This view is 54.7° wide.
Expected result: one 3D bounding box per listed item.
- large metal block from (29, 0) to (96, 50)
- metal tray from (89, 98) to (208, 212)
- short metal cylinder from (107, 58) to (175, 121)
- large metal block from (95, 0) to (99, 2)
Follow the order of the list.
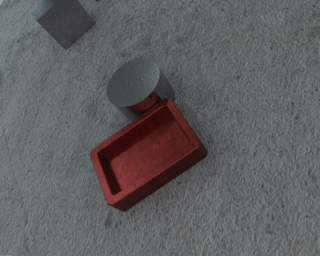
[{"bbox_3d":[-0.186,-0.213,0.597,0.080,0.080,0.050,-42,51,-1],"label":"large metal block"},{"bbox_3d":[-0.018,0.032,0.390,0.130,0.030,0.090,-35,51,5],"label":"metal tray"},{"bbox_3d":[-0.026,-0.051,0.433,0.080,0.050,0.080,-13,56,21],"label":"short metal cylinder"},{"bbox_3d":[-0.122,-0.326,0.652,0.080,0.050,0.080,-30,52,9],"label":"large metal block"}]
